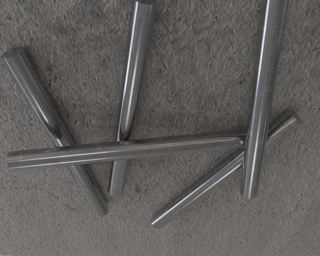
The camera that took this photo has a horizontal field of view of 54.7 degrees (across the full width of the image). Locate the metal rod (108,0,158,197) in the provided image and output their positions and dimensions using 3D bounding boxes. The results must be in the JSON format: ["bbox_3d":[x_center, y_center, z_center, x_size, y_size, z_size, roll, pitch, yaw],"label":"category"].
[{"bbox_3d":[-0.042,-0.013,0.395,0.025,0.025,0.298,8,130,-7],"label":"metal rod"}]

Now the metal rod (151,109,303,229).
[{"bbox_3d":[0.084,0.076,0.472,0.025,0.025,0.299,30,124,-23],"label":"metal rod"}]

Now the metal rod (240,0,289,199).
[{"bbox_3d":[0.118,-0.031,0.361,0.025,0.025,0.298,-3,124,2],"label":"metal rod"}]

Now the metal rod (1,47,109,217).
[{"bbox_3d":[-0.129,0.029,0.430,0.025,0.025,0.299,-9,130,7],"label":"metal rod"}]

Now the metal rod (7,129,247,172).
[{"bbox_3d":[-0.032,0.027,0.398,0.302,0.025,0.025,-5,131,-9],"label":"metal rod"}]
